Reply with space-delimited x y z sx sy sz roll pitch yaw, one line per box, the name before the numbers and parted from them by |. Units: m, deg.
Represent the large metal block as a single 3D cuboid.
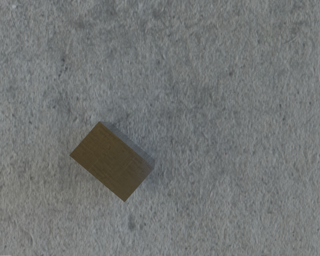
large metal block | -0.053 0.037 0.382 0.080 0.080 0.050 41 90 -1
